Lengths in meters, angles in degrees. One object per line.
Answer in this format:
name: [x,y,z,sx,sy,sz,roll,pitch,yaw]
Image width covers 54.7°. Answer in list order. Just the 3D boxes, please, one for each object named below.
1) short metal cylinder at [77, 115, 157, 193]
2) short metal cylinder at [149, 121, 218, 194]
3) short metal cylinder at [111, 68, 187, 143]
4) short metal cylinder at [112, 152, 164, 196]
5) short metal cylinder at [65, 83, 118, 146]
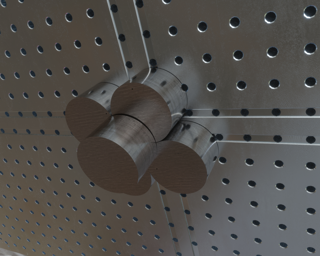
short metal cylinder: [-0.051,0.031,0.372,0.080,0.050,0.079,13,125,19]
short metal cylinder: [0.030,0.038,0.401,0.080,0.050,0.079,13,124,20]
short metal cylinder: [-0.013,-0.028,0.382,0.080,0.050,0.079,13,124,20]
short metal cylinder: [-0.038,0.049,0.443,0.080,0.050,0.079,13,124,20]
short metal cylinder: [-0.081,-0.016,0.425,0.080,0.050,0.079,13,124,20]
